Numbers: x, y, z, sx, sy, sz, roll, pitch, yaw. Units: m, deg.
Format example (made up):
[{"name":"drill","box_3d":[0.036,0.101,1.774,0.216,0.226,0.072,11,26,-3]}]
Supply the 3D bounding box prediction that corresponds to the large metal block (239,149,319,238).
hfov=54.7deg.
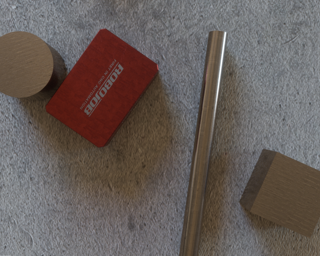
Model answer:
[{"name":"large metal block","box_3d":[0.162,0.081,0.400,0.080,0.050,0.080,24,90,-1]}]

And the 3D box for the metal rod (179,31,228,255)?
[{"name":"metal rod","box_3d":[0.058,0.023,0.410,0.025,0.025,0.298,8,90,-1]}]

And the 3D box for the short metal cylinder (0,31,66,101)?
[{"name":"short metal cylinder","box_3d":[-0.168,-0.076,0.395,0.081,0.050,0.079,0,90,-1]}]

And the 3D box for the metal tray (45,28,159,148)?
[{"name":"metal tray","box_3d":[-0.074,-0.051,0.407,0.090,0.030,0.130,35,90,-1]}]
